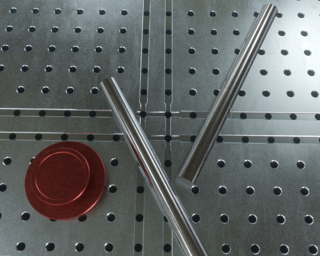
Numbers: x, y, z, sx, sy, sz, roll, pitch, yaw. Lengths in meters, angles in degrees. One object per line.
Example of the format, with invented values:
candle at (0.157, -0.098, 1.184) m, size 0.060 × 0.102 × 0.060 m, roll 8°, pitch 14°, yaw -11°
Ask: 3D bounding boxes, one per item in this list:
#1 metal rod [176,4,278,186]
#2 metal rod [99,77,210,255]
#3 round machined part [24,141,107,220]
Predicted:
metal rod at (0.101, -0.059, 0.434) m, size 0.025 × 0.025 × 0.300 m, roll 26°, pitch 72°, yaw 9°
metal rod at (-0.004, 0.062, 0.389) m, size 0.025 × 0.025 × 0.299 m, roll -26°, pitch 72°, yaw -9°
round machined part at (-0.116, 0.062, 0.379) m, size 0.099 × 0.042 × 0.098 m, roll 0°, pitch 70°, yaw -1°
